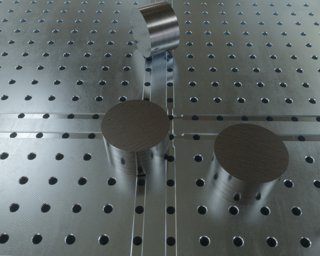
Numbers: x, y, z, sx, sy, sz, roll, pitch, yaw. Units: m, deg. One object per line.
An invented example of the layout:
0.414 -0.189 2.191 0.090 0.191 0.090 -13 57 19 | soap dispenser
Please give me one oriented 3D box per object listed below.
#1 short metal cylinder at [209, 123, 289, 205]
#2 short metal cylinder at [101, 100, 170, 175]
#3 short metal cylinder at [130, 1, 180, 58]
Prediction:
0.100 0.041 0.357 0.081 0.050 0.080 0 50 0 | short metal cylinder
-0.028 0.011 0.382 0.081 0.050 0.080 0 50 0 | short metal cylinder
-0.009 -0.161 0.507 0.050 0.080 0.080 -21 53 -17 | short metal cylinder
